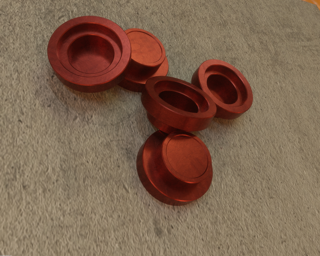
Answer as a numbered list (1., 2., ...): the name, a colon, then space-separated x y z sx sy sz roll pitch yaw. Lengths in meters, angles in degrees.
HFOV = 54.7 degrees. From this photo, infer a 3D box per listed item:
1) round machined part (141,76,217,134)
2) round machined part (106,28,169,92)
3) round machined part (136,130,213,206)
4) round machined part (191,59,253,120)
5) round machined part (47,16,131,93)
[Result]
1. round machined part: 0.021 -0.026 0.409 0.099 0.042 0.098 16 33 -11
2. round machined part: -0.031 -0.102 0.441 0.099 0.042 0.098 14 56 -21
3. round machined part: 0.024 0.042 0.382 0.099 0.042 0.098 14 56 -21
4. round machined part: 0.091 -0.055 0.479 0.099 0.042 0.098 14 56 -21
5. round machined part: -0.086 -0.088 0.389 0.099 0.042 0.098 2 70 -6
